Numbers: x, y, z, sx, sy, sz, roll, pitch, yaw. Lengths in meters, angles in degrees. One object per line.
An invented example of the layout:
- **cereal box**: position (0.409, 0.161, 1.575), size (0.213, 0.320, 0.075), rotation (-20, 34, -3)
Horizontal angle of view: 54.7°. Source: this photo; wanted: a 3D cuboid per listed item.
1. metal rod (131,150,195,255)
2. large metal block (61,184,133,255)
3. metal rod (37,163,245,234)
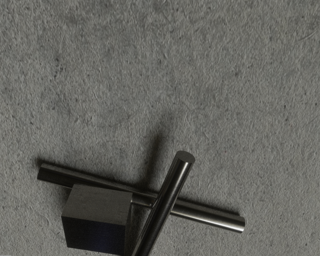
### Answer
- **metal rod**: position (-0.017, 0.159, 0.447), size (0.025, 0.025, 0.298), rotation (18, 117, -7)
- **large metal block**: position (-0.083, 0.128, 0.426), size (0.080, 0.050, 0.079), rotation (8, 131, 1)
- **metal rod**: position (-0.022, 0.103, 0.447), size (0.302, 0.025, 0.025), rotation (17, 109, -6)
